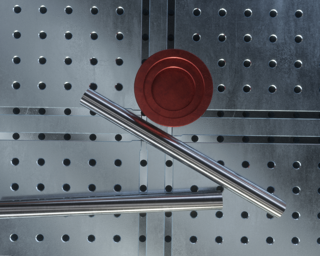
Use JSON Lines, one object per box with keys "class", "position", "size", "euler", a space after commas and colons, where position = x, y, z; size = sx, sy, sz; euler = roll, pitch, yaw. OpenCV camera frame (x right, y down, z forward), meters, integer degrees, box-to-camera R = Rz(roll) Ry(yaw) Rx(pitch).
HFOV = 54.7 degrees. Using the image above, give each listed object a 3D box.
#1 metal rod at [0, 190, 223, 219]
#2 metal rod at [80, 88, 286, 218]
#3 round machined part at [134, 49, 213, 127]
{"class": "metal rod", "position": [-0.069, 0.102, 0.412], "size": [0.302, 0.025, 0.025], "euler": [-2, 90, 0]}
{"class": "metal rod", "position": [0.031, 0.033, 0.413], "size": [0.301, 0.025, 0.025], "euler": [30, 90, 0]}
{"class": "round machined part", "position": [0.017, -0.050, 0.405], "size": [0.099, 0.042, 0.097], "euler": [0, 90, 0]}
